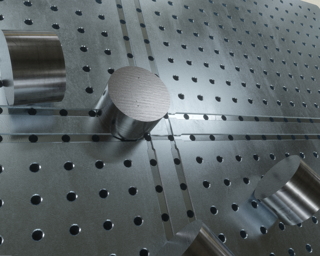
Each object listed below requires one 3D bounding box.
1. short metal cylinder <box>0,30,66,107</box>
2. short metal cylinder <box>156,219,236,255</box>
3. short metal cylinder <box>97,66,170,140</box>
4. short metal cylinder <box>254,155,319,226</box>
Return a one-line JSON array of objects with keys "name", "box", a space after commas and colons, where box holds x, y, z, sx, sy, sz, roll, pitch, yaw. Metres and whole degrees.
[{"name": "short metal cylinder", "box": [-0.140, -0.065, 0.337, 0.050, 0.080, 0.080, -10, 67, -33]}, {"name": "short metal cylinder", "box": [0.030, 0.138, 0.305, 0.050, 0.080, 0.080, 47, 51, 4]}, {"name": "short metal cylinder", "box": [-0.034, -0.031, 0.392, 0.081, 0.050, 0.080, 13, 56, -21]}, {"name": "short metal cylinder", "box": [0.175, 0.083, 0.416, 0.050, 0.080, 0.080, 43, 51, 1]}]
